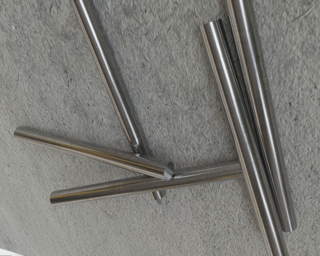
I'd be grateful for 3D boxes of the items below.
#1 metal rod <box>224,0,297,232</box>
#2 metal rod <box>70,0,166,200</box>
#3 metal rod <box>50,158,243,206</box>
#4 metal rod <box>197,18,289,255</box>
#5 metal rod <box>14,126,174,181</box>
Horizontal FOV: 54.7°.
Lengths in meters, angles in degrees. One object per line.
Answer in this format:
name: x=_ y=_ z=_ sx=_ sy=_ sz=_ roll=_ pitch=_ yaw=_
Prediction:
metal rod: x=0.115 y=-0.006 z=0.342 sx=0.025 sy=0.025 sz=0.298 roll=-6 pitch=116 yaw=31
metal rod: x=-0.049 y=-0.029 z=0.414 sx=0.025 sy=0.025 sz=0.298 roll=-6 pitch=116 yaw=31
metal rod: x=-0.030 y=0.080 z=0.436 sx=0.300 sy=0.025 sz=0.025 roll=-13 pitch=112 yaw=22
metal rod: x=0.100 y=0.028 z=0.352 sx=0.025 sy=0.025 sz=0.298 roll=-11 pitch=107 yaw=33
metal rod: x=-0.116 y=0.032 z=0.467 sx=0.300 sy=0.025 sz=0.025 roll=10 pitch=123 yaw=30
